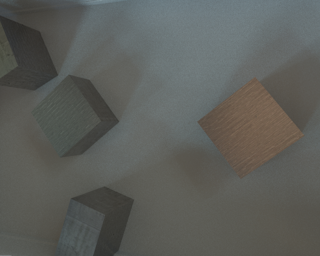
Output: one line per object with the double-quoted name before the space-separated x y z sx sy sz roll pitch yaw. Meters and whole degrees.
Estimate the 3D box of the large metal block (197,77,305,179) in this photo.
"large metal block" 0.104 0.000 0.360 0.080 0.050 0.080 -39 78 16

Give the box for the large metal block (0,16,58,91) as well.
"large metal block" -0.209 -0.106 0.455 0.050 0.080 0.080 -27 81 18

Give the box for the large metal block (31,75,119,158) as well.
"large metal block" -0.120 -0.016 0.440 0.080 0.050 0.080 -40 78 15

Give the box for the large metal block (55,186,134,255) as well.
"large metal block" -0.084 0.131 0.411 0.050 0.080 0.080 19 97 19
